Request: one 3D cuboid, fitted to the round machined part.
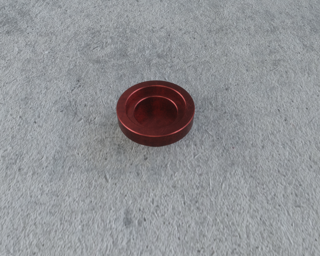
[{"bbox_3d":[-0.006,-0.014,0.404,0.099,0.042,0.098,0,50,0],"label":"round machined part"}]
